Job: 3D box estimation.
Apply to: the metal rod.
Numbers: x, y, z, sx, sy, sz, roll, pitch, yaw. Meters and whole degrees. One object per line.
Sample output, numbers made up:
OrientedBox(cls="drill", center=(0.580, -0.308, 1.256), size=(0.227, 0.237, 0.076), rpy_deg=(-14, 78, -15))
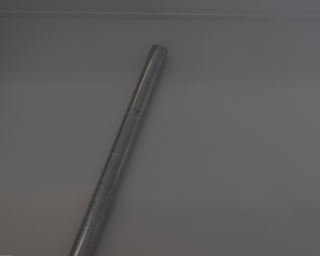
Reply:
OrientedBox(cls="metal rod", center=(-0.047, 0.020, 0.402), size=(0.025, 0.025, 0.300), rpy_deg=(17, 71, 6))
